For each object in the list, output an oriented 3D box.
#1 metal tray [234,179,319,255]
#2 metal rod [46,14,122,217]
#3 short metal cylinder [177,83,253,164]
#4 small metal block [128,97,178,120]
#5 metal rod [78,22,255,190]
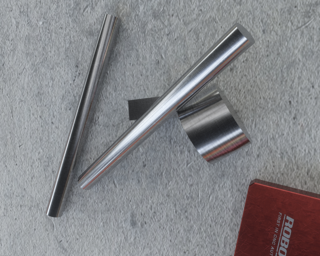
[{"bbox_3d":[0.137,0.133,0.358,0.090,0.030,0.129,12,94,19],"label":"metal tray"},{"bbox_3d":[-0.112,-0.013,0.446,0.025,0.025,0.298,20,97,18],"label":"metal rod"},{"bbox_3d":[0.063,-0.005,0.357,0.050,0.080,0.080,-32,80,17],"label":"short metal cylinder"},{"bbox_3d":[-0.007,-0.024,0.397,0.050,0.050,0.025,-5,88,19],"label":"small metal block"},{"bbox_3d":[-0.015,-0.004,0.363,0.299,0.025,0.025,-42,77,34],"label":"metal rod"}]
